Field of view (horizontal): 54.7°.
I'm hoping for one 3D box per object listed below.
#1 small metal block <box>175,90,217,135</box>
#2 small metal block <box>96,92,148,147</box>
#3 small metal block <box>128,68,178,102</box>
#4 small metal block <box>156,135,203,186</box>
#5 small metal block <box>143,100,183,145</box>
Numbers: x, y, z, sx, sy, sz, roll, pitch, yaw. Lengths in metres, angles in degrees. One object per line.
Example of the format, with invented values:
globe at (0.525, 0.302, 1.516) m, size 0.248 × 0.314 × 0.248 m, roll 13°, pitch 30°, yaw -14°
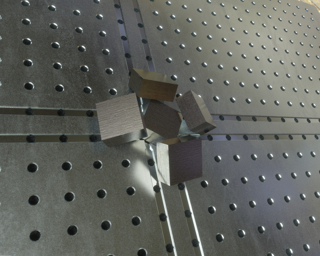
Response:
small metal block at (0.051, -0.020, 0.435) m, size 0.050 × 0.025 × 0.050 m, roll 19°, pitch 44°, yaw -62°
small metal block at (-0.046, -0.010, 0.375) m, size 0.050 × 0.025 × 0.050 m, roll -16°, pitch 65°, yaw 2°
small metal block at (-0.010, -0.059, 0.424) m, size 0.050 × 0.025 × 0.050 m, roll 6°, pitch 23°, yaw -25°
small metal block at (0.025, 0.039, 0.383) m, size 0.050 × 0.025 × 0.050 m, roll -10°, pitch 102°, yaw -33°
small metal block at (-0.001, -0.005, 0.412) m, size 0.050 × 0.025 × 0.050 m, roll 28°, pitch 52°, yaw -11°
